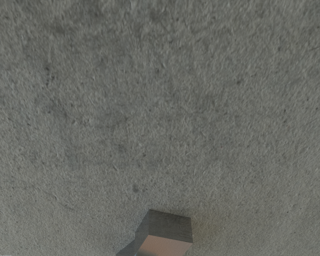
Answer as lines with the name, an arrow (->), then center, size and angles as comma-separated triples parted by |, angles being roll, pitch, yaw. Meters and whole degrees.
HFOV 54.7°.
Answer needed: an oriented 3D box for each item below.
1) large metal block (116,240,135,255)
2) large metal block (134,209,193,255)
large metal block -> -0.048, 0.276, 0.606 | 0.050, 0.080, 0.080 | 29, 124, -22
large metal block -> 0.004, 0.198, 0.560 | 0.081, 0.050, 0.079 | 16, 128, -14
